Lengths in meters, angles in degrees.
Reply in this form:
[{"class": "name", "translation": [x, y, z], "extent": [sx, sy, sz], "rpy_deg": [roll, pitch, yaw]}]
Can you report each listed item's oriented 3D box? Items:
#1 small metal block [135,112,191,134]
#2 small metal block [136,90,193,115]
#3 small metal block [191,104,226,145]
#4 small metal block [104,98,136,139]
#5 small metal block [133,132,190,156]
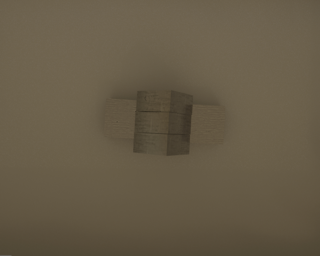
[{"class": "small metal block", "translation": [0.004, -0.006, 0.387], "extent": [0.050, 0.050, 0.025], "rpy_deg": [2, 90, 36]}, {"class": "small metal block", "translation": [0.006, -0.031, 0.387], "extent": [0.050, 0.050, 0.025], "rpy_deg": [3, 90, 36]}, {"class": "small metal block", "translation": [0.058, -0.005, 0.411], "extent": [0.050, 0.025, 0.050], "rpy_deg": [3, 90, -1]}, {"class": "small metal block", "translation": [-0.045, -0.012, 0.409], "extent": [0.050, 0.025, 0.050], "rpy_deg": [4, 90, -1]}, {"class": "small metal block", "translation": [0.003, 0.019, 0.387], "extent": [0.050, 0.050, 0.025], "rpy_deg": [2, 90, 36]}]
